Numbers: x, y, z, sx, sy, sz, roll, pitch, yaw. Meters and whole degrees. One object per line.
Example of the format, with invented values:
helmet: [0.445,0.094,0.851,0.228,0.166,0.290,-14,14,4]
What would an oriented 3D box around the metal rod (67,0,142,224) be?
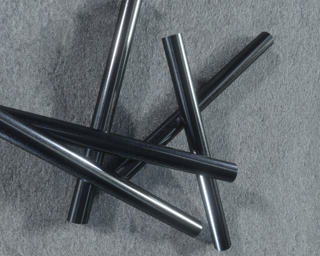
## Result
metal rod: [-0.066,-0.033,0.385,0.025,0.025,0.298,15,85,-20]

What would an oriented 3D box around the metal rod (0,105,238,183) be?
metal rod: [-0.050,0.020,0.360,0.302,0.025,0.025,15,85,-13]

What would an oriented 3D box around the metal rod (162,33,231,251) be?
metal rod: [0.052,0.029,0.408,0.025,0.025,0.298,-20,105,-19]

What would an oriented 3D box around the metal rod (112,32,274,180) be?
metal rod: [0.055,-0.037,0.430,0.301,0.025,0.025,-43,104,-15]

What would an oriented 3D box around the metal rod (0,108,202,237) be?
metal rod: [-0.061,0.062,0.362,0.301,0.025,0.025,35,79,-27]
